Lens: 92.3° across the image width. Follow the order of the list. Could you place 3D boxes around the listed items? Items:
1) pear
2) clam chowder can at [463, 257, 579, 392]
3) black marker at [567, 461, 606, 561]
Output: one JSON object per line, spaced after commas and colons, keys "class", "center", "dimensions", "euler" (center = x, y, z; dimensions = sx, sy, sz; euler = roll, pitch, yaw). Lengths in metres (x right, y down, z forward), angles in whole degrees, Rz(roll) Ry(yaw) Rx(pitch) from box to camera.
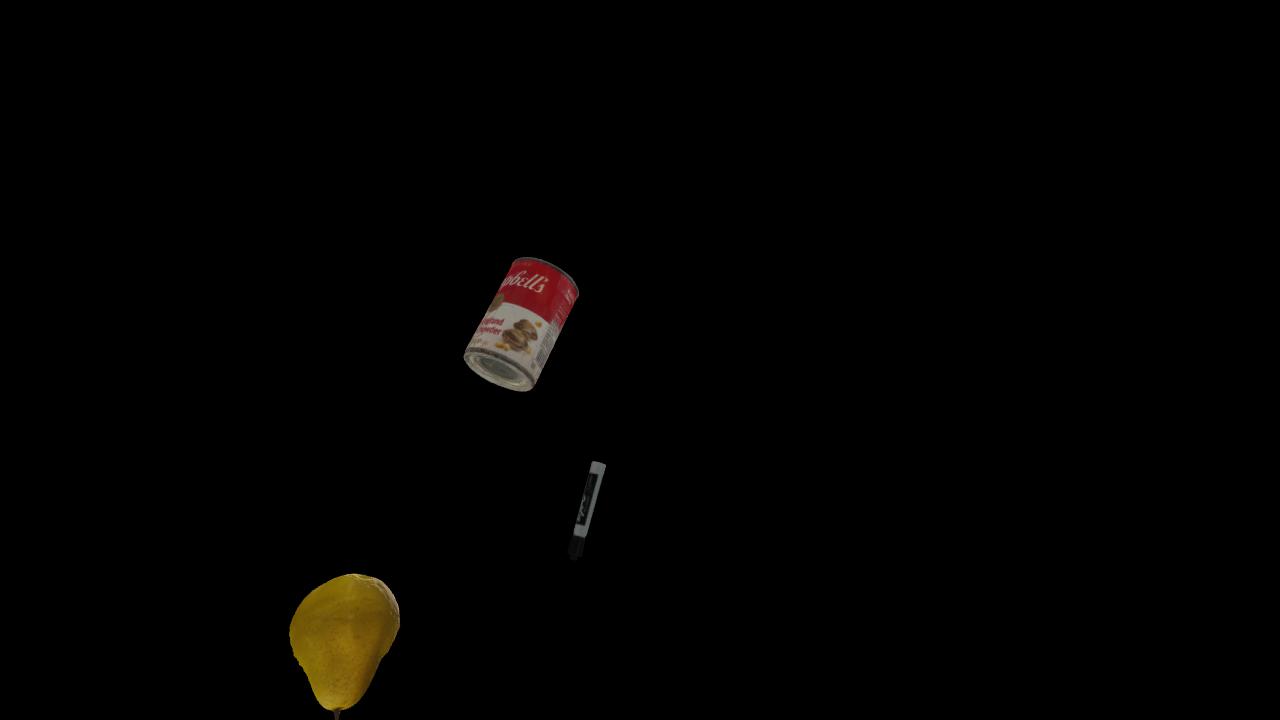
{"class": "pear", "center": [-0.224, 0.223, 0.470], "dimensions": [0.080, 0.080, 0.111], "euler": [0, 39, -29]}
{"class": "clam chowder can", "center": [-0.104, -0.031, 0.548], "dimensions": [0.068, 0.102, 0.068], "euler": [18, -25, 8]}
{"class": "black marker", "center": [-0.066, 0.187, 0.763], "dimensions": [0.020, 0.121, 0.020], "euler": [14, -18, 4]}
